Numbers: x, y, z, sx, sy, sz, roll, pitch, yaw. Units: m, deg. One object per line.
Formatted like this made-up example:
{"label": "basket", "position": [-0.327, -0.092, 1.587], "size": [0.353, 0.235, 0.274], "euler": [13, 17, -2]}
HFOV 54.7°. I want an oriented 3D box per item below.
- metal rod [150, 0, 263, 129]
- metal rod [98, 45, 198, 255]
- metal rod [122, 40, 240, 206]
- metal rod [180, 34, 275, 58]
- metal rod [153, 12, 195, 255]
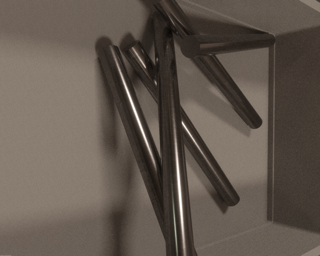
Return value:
{"label": "metal rod", "position": [0.085, -0.079, 0.453], "size": [0.301, 0.025, 0.025], "euler": [39, 66, -42]}
{"label": "metal rod", "position": [-0.007, 0.046, 0.325], "size": [0.025, 0.025, 0.299], "euler": [-10, 72, -40]}
{"label": "metal rod", "position": [0.042, 0.009, 0.444], "size": [0.025, 0.025, 0.299], "euler": [-51, 120, -28]}
{"label": "metal rod", "position": [0.119, -0.127, 0.463], "size": [0.302, 0.025, 0.025], "euler": [-23, 106, -52]}
{"label": "metal rod", "position": [0.010, -0.018, 0.341], "size": [0.025, 0.025, 0.299], "euler": [22, 52, -38]}
